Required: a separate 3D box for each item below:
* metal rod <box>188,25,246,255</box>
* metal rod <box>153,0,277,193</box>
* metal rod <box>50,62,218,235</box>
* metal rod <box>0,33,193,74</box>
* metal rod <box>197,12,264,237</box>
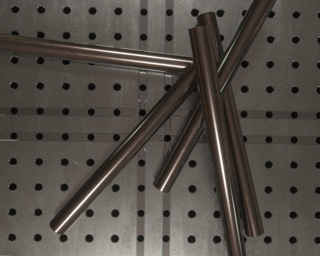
[{"bbox_3d":[0.074,0.029,0.381,0.025,0.025,0.298,-12,103,0],"label":"metal rod"},{"bbox_3d":[0.071,-0.050,0.390,0.025,0.025,0.299,28,99,-1],"label":"metal rod"},{"bbox_3d":[-0.036,0.022,0.402,0.025,0.025,0.300,42,94,-1],"label":"metal rod"},{"bbox_3d":[-0.108,-0.101,0.411,0.302,0.025,0.025,7,90,-1],"label":"metal rod"},{"bbox_3d":[0.094,-0.005,0.414,0.025,0.025,0.298,-13,90,0],"label":"metal rod"}]
